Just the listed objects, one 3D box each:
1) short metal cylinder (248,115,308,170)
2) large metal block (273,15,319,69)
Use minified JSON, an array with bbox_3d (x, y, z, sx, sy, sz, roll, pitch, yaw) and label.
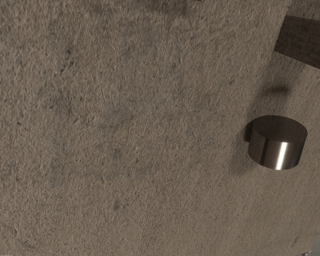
[{"bbox_3d":[0.183,0.021,0.487,0.081,0.080,0.050,-14,124,-21],"label":"short metal cylinder"},{"bbox_3d":[0.221,-0.116,0.423,0.081,0.080,0.050,-3,120,-28],"label":"large metal block"}]
